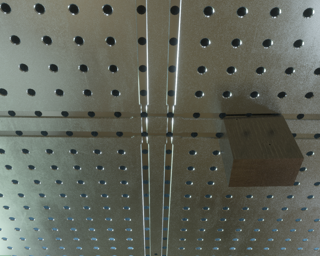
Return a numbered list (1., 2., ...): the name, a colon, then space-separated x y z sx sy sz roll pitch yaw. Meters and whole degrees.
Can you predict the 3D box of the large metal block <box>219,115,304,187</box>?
1. large metal block: 0.125 0.028 0.400 0.080 0.080 0.050 -1 130 1
